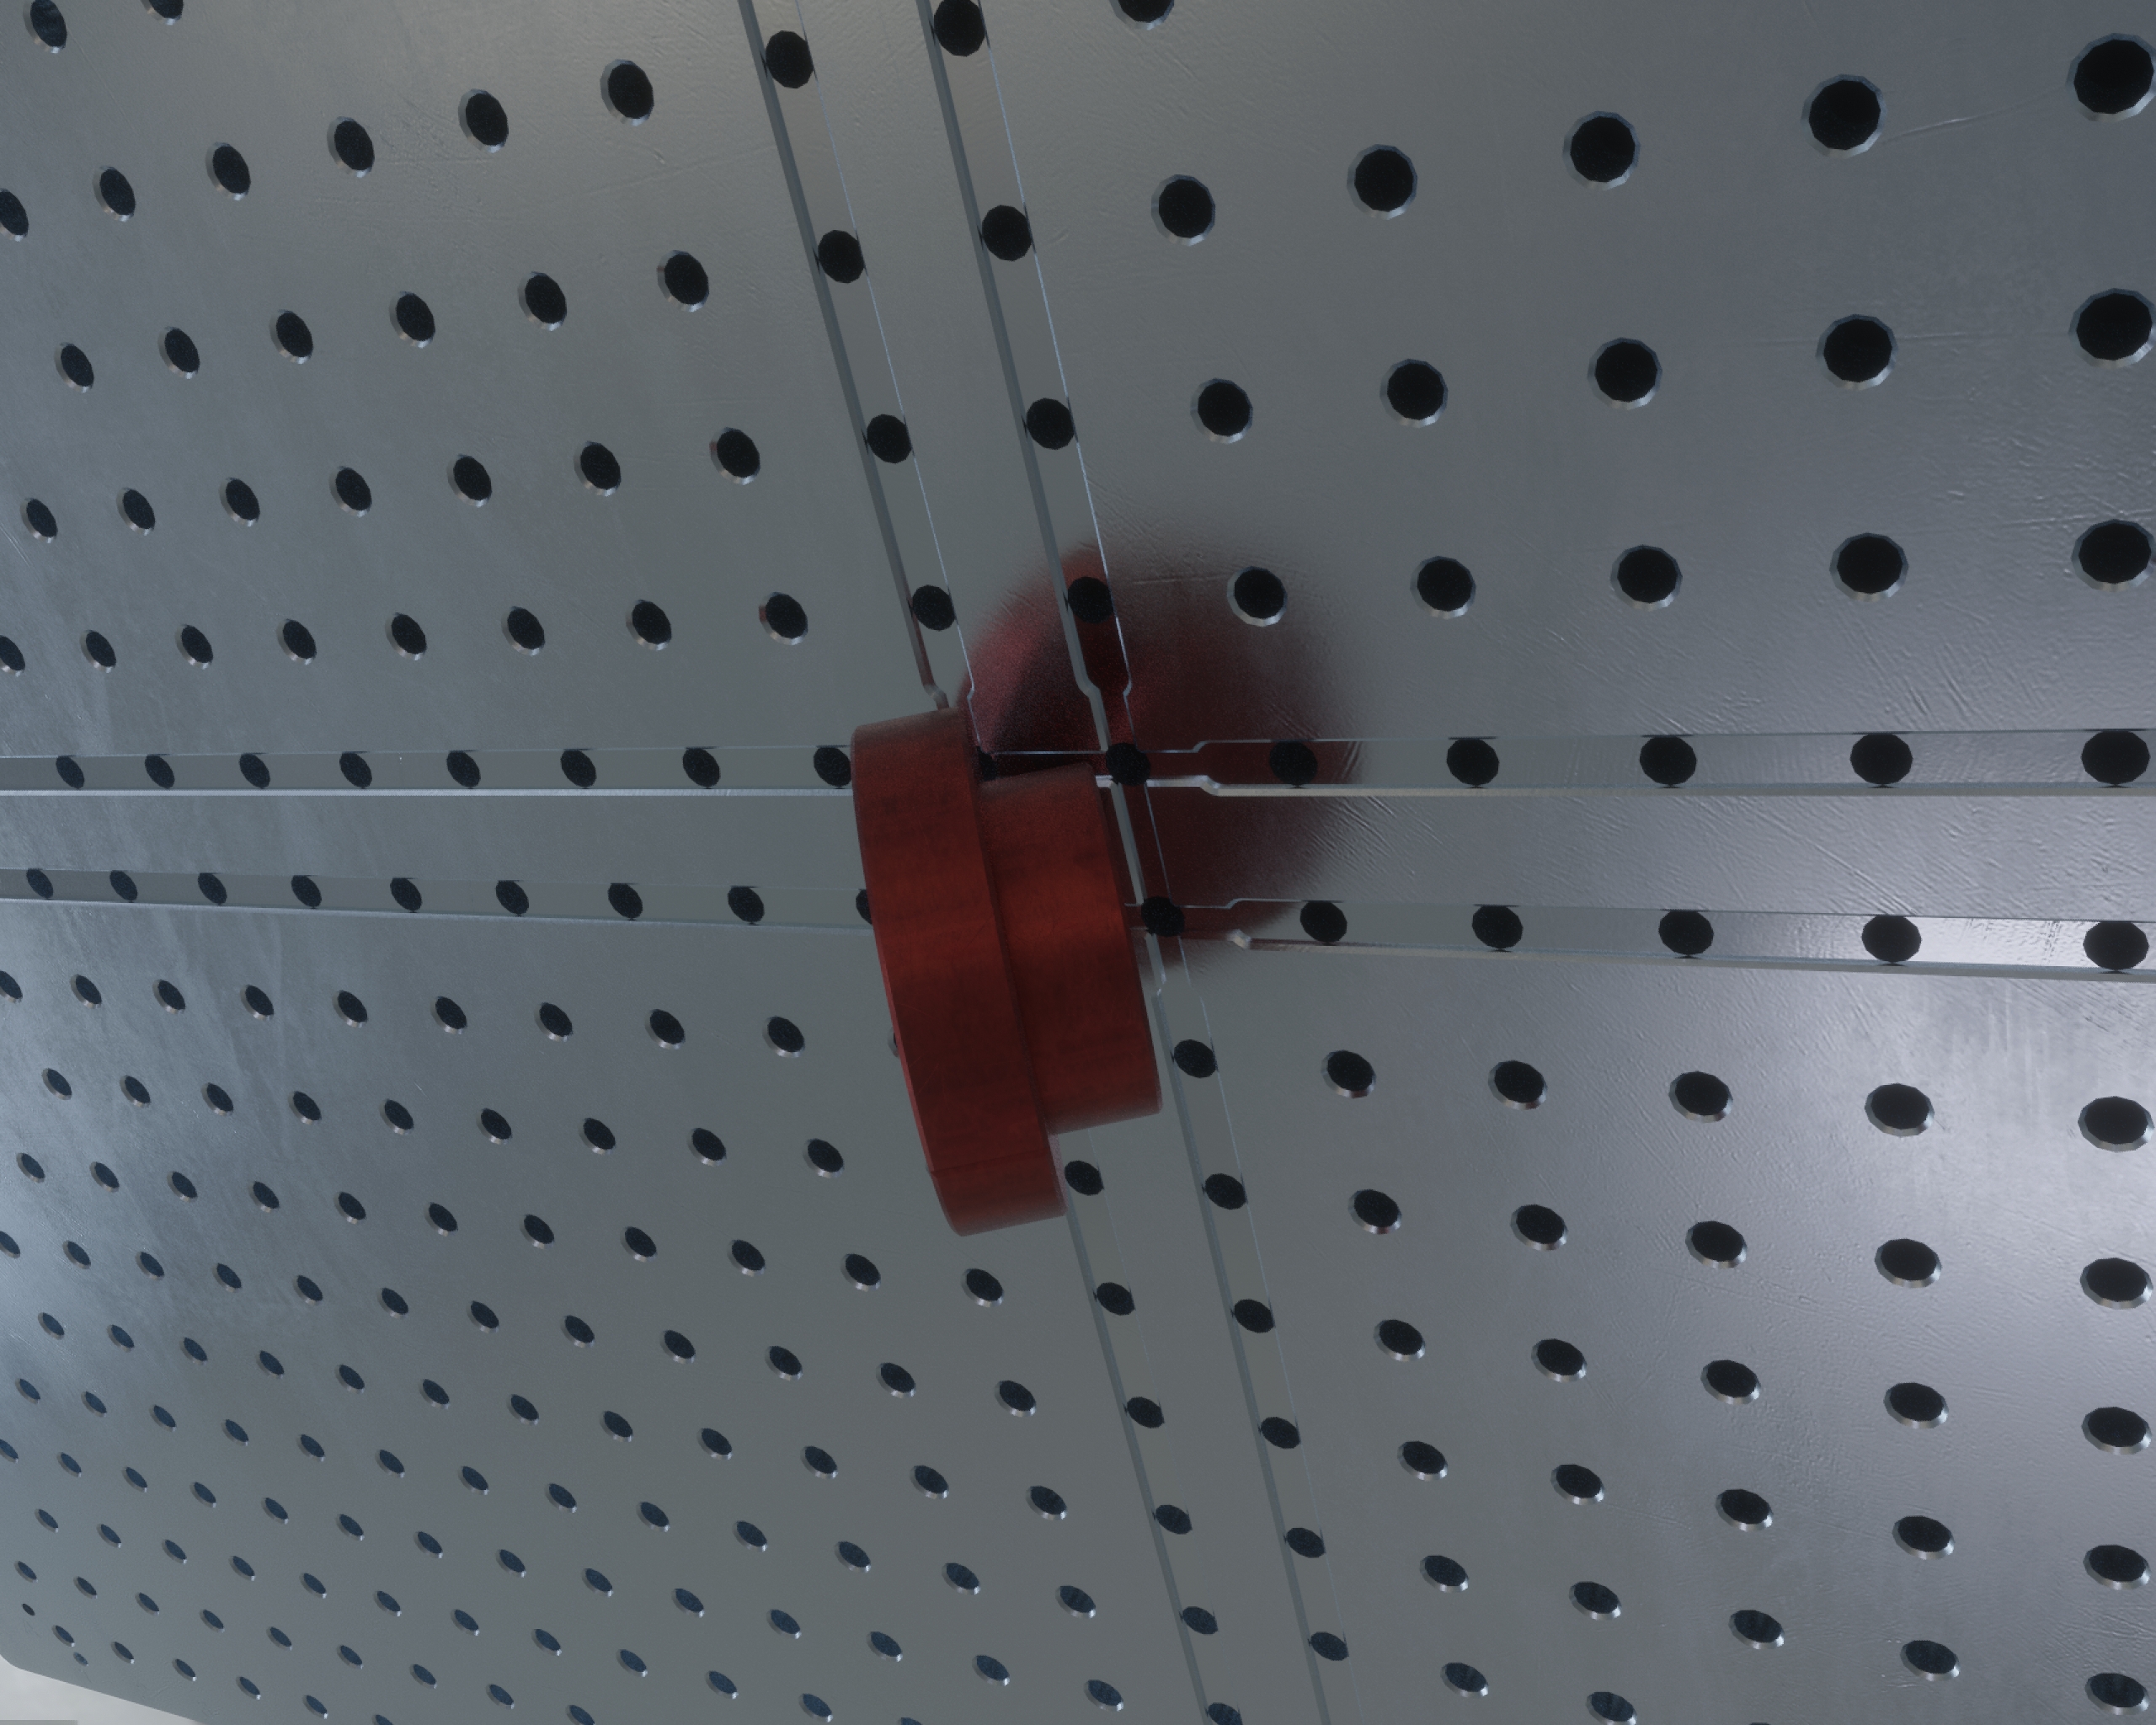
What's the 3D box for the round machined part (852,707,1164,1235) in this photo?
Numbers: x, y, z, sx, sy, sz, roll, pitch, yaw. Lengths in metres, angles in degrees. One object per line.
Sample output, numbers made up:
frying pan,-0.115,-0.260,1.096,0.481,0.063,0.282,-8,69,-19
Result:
round machined part,-0.011,0.018,0.394,0.042,0.098,0.097,-12,117,-1
